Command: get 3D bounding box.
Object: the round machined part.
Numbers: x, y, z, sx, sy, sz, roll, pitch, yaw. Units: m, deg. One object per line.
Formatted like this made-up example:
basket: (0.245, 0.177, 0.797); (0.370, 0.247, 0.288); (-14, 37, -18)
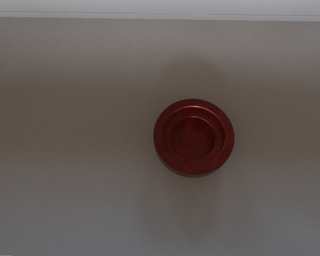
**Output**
round machined part: (0.041, 0.015, 0.395); (0.099, 0.042, 0.098); (0, 70, 0)
